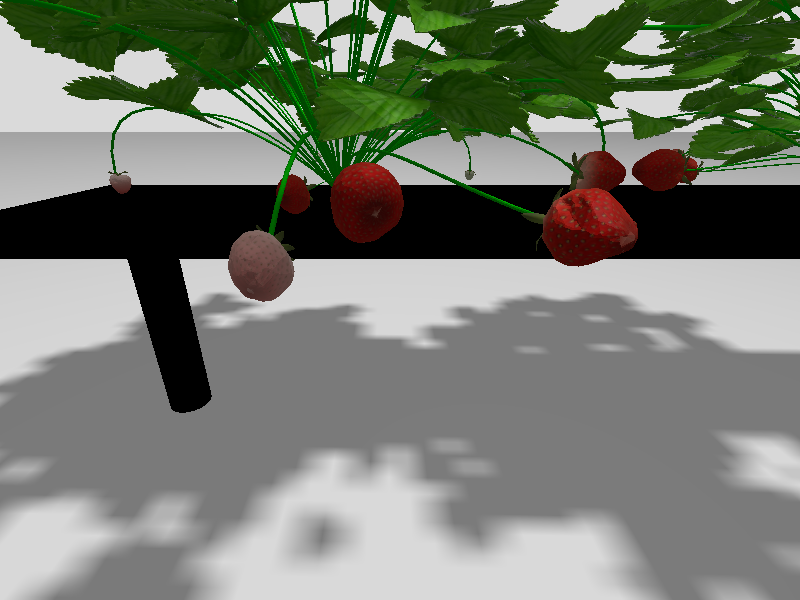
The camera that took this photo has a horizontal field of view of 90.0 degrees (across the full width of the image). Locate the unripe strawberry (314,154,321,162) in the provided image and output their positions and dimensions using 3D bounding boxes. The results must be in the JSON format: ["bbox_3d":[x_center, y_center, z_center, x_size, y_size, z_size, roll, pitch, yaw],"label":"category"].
[{"bbox_3d":[-0.103,-0.177,0.498,0.009,0.010,0.010,-7,25,-15],"label":"unripe strawberry"}]

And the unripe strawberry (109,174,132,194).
[{"bbox_3d":[-0.238,-0.099,0.342,0.017,0.016,0.015,0,24,1],"label":"unripe strawberry"}]

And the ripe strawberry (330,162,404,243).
[{"bbox_3d":[-0.016,-0.050,0.210,0.040,0.042,0.043,-6,25,-13],"label":"ripe strawberry"}]

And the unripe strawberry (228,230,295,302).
[{"bbox_3d":[-0.048,-0.010,0.138,0.022,0.025,0.024,0,39,0],"label":"unripe strawberry"}]

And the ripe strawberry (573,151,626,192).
[{"bbox_3d":[0.165,-0.103,0.329,0.037,0.036,0.040,1,24,1],"label":"ripe strawberry"}]

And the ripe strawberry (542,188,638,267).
[{"bbox_3d":[0.080,-0.029,0.168,0.038,0.034,0.034,-16,29,-32],"label":"ripe strawberry"}]

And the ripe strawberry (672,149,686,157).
[{"bbox_3d":[0.360,-0.186,0.528,0.027,0.024,0.024,-5,11,-10],"label":"ripe strawberry"}]

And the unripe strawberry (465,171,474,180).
[{"bbox_3d":[0.073,-0.131,0.421,0.010,0.010,0.009,-16,29,-32],"label":"unripe strawberry"}]

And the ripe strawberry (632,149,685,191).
[{"bbox_3d":[0.228,-0.116,0.356,0.036,0.036,0.040,2,24,7],"label":"ripe strawberry"}]

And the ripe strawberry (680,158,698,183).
[{"bbox_3d":[0.285,-0.130,0.404,0.025,0.024,0.027,14,28,29],"label":"ripe strawberry"}]

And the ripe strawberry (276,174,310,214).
[{"bbox_3d":[-0.074,-0.071,0.271,0.023,0.026,0.025,7,26,16],"label":"ripe strawberry"}]
